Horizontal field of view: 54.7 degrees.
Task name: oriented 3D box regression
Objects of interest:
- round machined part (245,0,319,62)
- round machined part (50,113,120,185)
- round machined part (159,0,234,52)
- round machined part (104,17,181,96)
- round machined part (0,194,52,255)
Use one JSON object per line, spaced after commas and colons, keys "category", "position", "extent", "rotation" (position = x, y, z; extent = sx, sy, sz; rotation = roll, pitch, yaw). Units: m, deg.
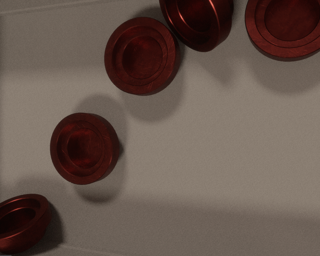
{"category": "round machined part", "position": [0.148, -0.123, 0.349], "extent": [0.098, 0.042, 0.097], "rotation": [0, 90, 19]}
{"category": "round machined part", "position": [-0.101, 0.028, 0.436], "extent": [0.098, 0.042, 0.097], "rotation": [0, 90, 19]}
{"category": "round machined part", "position": [0.047, -0.142, 0.364], "extent": [0.042, 0.098, 0.098], "rotation": [-40, 76, -17]}
{"category": "round machined part", "position": [-0.020, -0.091, 0.408], "extent": [0.098, 0.042, 0.097], "rotation": [0, 90, 19]}
{"category": "round machined part", "position": [-0.206, 0.142, 0.448], "extent": [0.098, 0.098, 0.042], "rotation": [-1, 115, 19]}
